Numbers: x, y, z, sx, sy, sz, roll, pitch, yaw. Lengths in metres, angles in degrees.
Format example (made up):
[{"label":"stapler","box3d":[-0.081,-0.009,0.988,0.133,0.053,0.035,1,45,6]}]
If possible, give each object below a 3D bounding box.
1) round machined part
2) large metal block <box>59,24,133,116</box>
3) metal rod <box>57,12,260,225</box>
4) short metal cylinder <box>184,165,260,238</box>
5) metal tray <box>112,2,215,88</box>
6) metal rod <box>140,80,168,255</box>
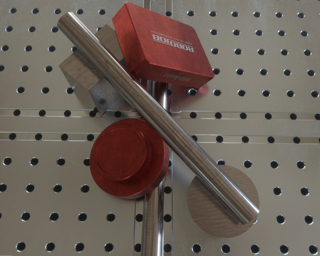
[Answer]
[{"label":"round machined part","box3d":[-0.041,0.033,0.373,0.098,0.042,0.098,-6,69,16]},{"label":"large metal block","box3d":[-0.075,-0.073,0.409,0.050,0.080,0.080,40,75,13]},{"label":"metal rod","box3d":[-0.007,-0.016,0.342,0.025,0.025,0.300,-42,83,-14]},{"label":"short metal cylinder","box3d":[0.070,0.088,0.367,0.081,0.050,0.080,0,70,0]},{"label":"metal tray","box3d":[0.008,-0.104,0.405,0.131,0.030,0.090,1,62,-45]},{"label":"metal rod","box3d":[-0.004,0.015,0.406,0.025,0.025,0.299,2,70,0]}]
